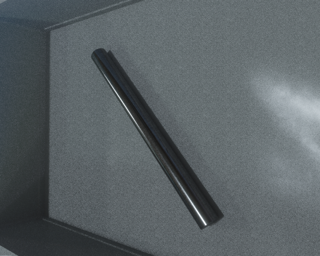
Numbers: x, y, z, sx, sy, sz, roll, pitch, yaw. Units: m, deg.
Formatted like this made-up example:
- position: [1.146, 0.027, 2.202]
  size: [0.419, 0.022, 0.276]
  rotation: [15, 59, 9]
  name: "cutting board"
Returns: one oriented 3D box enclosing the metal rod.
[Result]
- position: [-0.019, -0.002, 0.420]
  size: [0.025, 0.025, 0.299]
  rotation: [-49, 62, 29]
  name: "metal rod"
